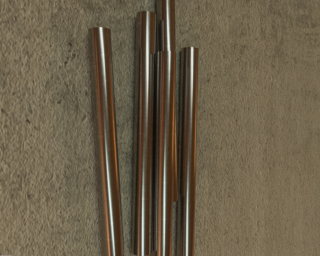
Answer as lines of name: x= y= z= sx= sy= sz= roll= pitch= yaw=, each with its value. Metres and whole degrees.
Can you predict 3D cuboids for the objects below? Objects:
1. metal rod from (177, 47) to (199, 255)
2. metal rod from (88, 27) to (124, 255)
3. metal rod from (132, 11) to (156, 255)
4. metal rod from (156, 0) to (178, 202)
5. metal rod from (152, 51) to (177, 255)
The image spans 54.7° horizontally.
metal rod: x=0.039 y=0.037 z=0.439 sx=0.025 sy=0.025 sz=0.298 roll=2 pitch=89 yaw=-40
metal rod: x=-0.060 y=0.039 z=0.355 sx=0.025 sy=0.025 sz=0.298 roll=-5 pitch=94 yaw=-40
metal rod: x=-0.020 y=0.006 z=0.389 sx=0.025 sy=0.025 sz=0.298 roll=2 pitch=89 yaw=-40
metal rod: x=0.010 y=-0.052 z=0.414 sx=0.025 sy=0.025 sz=0.298 roll=-2 pitch=91 yaw=-40
metal rod: x=0.005 y=0.055 z=0.391 sx=0.025 sy=0.025 sz=0.298 roll=0 pitch=92 yaw=-40
